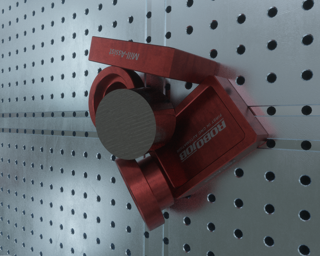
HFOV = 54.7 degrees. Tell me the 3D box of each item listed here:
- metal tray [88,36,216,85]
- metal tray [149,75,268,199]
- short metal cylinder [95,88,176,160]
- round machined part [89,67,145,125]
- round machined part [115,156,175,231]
[{"bbox_3d":[-0.011,-0.081,0.374,0.130,0.091,0.030,20,103,38],"label":"metal tray"},{"bbox_3d":[0.046,0.013,0.365,0.129,0.030,0.090,-44,64,31],"label":"metal tray"},{"bbox_3d":[-0.028,-0.007,0.366,0.080,0.050,0.079,5,101,27],"label":"short metal cylinder"},{"bbox_3d":[-0.054,-0.037,0.441,0.098,0.042,0.097,0,90,39],"label":"round machined part"},{"bbox_3d":[-0.016,0.074,0.387,0.098,0.042,0.098,59,168,23],"label":"round machined part"}]
